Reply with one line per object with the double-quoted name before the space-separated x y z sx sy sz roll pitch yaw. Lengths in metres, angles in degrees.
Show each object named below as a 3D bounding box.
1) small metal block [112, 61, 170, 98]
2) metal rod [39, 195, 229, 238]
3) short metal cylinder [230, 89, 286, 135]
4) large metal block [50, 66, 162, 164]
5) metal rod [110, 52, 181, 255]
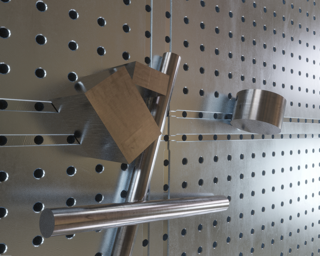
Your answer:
"small metal block" -0.026 -0.056 0.371 0.050 0.050 0.025 16 80 -39
"metal rod" 0.001 0.101 0.380 0.302 0.025 0.025 11 83 -48
"short metal cylinder" 0.161 -0.025 0.508 0.080 0.080 0.050 24 75 -38
"large metal block" -0.057 -0.012 0.325 0.050 0.080 0.080 -43 116 -31
"metal rod" -0.019 0.045 0.392 0.025 0.025 0.299 23 75 -38
